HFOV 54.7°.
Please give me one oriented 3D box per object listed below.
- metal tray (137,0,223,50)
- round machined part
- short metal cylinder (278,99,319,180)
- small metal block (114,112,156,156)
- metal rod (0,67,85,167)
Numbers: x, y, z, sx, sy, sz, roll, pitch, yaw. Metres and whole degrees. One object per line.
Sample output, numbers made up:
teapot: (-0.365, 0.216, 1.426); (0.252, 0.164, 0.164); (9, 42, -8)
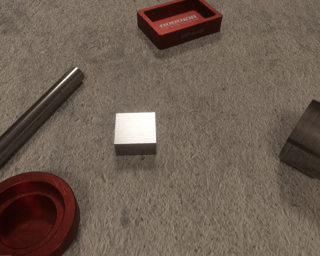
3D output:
metal tray: (0.035, -0.195, 0.564); (0.131, 0.030, 0.090); (-23, 54, -19)
round machined part: (-0.130, 0.096, 0.310); (0.099, 0.042, 0.098); (0, 50, 0)
short metal cylinder: (0.181, 0.013, 0.359); (0.050, 0.080, 0.080); (32, 57, 23)
small metal block: (-0.031, 0.007, 0.397); (0.050, 0.025, 0.050); (-2, 50, -2)
metal rod: (-0.190, 0.021, 0.382); (0.025, 0.025, 0.301); (20, 53, 16)
